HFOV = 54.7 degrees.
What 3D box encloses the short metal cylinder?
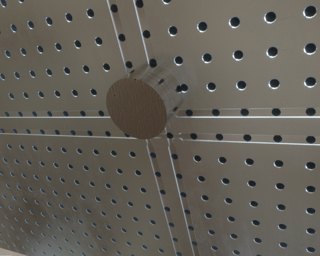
[{"bbox_3d":[-0.018,-0.033,0.383,0.080,0.050,0.079,13,124,20],"label":"short metal cylinder"}]
